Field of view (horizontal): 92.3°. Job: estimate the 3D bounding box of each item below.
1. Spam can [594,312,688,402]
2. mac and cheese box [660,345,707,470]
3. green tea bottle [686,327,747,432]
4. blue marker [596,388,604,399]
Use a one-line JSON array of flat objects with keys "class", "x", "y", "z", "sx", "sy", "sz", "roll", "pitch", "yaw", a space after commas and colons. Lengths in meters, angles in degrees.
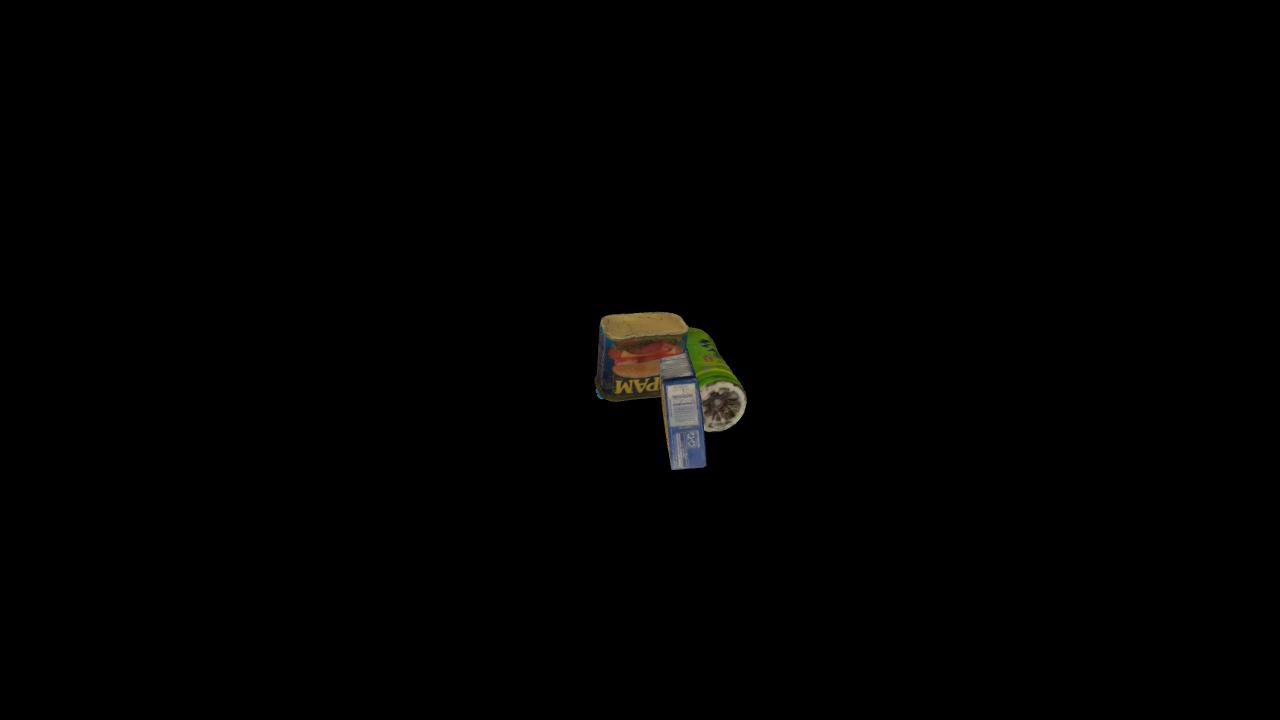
[{"class": "Spam can", "x": 0.002, "y": -0.006, "z": 0.704, "sx": 0.101, "sy": 0.085, "sz": 0.058, "roll": -5, "pitch": 34, "yaw": -17}, {"class": "mac and cheese box", "x": 0.044, "y": 0.042, "z": 0.680, "sx": 0.041, "sy": 0.093, "sz": 0.184, "roll": -8, "pitch": 13, "yaw": 2}, {"class": "green tea bottle", "x": 0.070, "y": 0.007, "z": 0.764, "sx": 0.073, "sy": 0.073, "sz": 0.212, "roll": 0, "pitch": 27, "yaw": -11}, {"class": "blue marker", "x": -0.021, "y": -0.002, "z": 0.758, "sx": 0.020, "sy": 0.121, "sz": 0.020, "roll": 22, "pitch": -30, "yaw": 13}]
